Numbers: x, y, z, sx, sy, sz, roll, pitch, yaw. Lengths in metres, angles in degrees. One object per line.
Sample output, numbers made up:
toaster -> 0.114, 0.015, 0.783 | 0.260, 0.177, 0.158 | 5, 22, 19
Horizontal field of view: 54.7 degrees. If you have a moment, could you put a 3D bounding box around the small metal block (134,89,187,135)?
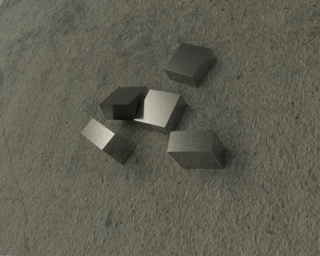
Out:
small metal block -> 0.001, -0.021, 0.416 | 0.050, 0.025, 0.050 | 14, 69, 33

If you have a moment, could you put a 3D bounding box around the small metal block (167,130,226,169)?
small metal block -> 0.043, 0.025, 0.350 | 0.050, 0.050, 0.025 | -3, 61, 27

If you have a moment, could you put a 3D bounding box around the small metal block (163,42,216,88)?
small metal block -> 0.042, -0.089, 0.437 | 0.050, 0.025, 0.050 | 24, 75, 36

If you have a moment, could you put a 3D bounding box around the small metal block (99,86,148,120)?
small metal block -> -0.048, -0.035, 0.438 | 0.050, 0.025, 0.050 | 2, 36, 30

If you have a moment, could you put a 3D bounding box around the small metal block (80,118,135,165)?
small metal block -> -0.070, 0.019, 0.413 | 0.050, 0.050, 0.025 | 31, 79, 38
